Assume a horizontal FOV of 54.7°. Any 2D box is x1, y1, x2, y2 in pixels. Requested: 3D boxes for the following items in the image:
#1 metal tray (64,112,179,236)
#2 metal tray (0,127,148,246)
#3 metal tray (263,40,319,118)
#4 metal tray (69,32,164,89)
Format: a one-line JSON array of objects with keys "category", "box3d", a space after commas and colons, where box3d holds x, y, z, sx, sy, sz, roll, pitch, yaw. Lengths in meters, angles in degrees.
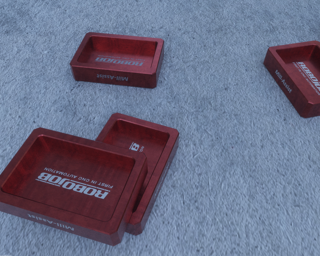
[{"category": "metal tray", "box3d": [-0.040, 0.046, 0.360, 0.090, 0.030, 0.130, 16, 52, 13]}, {"category": "metal tray", "box3d": [-0.087, 0.054, 0.313, 0.131, 0.030, 0.090, 13, 51, 11]}, {"category": "metal tray", "box3d": [0.227, -0.078, 0.466, 0.091, 0.030, 0.130, -10, 51, -9]}, {"category": "metal tray", "box3d": [-0.064, -0.109, 0.490, 0.131, 0.030, 0.090, 7, 50, 5]}]
